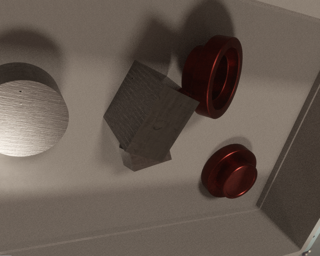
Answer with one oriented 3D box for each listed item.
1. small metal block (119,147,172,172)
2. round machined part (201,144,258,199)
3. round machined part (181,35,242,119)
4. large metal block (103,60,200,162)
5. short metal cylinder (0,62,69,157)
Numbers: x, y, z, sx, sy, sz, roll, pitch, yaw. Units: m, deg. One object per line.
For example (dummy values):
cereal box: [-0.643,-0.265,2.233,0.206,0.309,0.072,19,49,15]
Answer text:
small metal block: [-0.020,0.033,0.400,0.050,0.050,0.025,-16,98,-20]
round machined part: [0.122,0.078,0.515,0.099,0.042,0.097,-14,125,-21]
round machined part: [0.061,-0.063,0.376,0.099,0.042,0.097,-37,137,-45]
large metal block: [-0.014,-0.021,0.354,0.050,0.080,0.080,21,107,-36]
short metal cylinder: [-0.137,-0.019,0.307,0.081,0.050,0.079,-14,125,-21]
